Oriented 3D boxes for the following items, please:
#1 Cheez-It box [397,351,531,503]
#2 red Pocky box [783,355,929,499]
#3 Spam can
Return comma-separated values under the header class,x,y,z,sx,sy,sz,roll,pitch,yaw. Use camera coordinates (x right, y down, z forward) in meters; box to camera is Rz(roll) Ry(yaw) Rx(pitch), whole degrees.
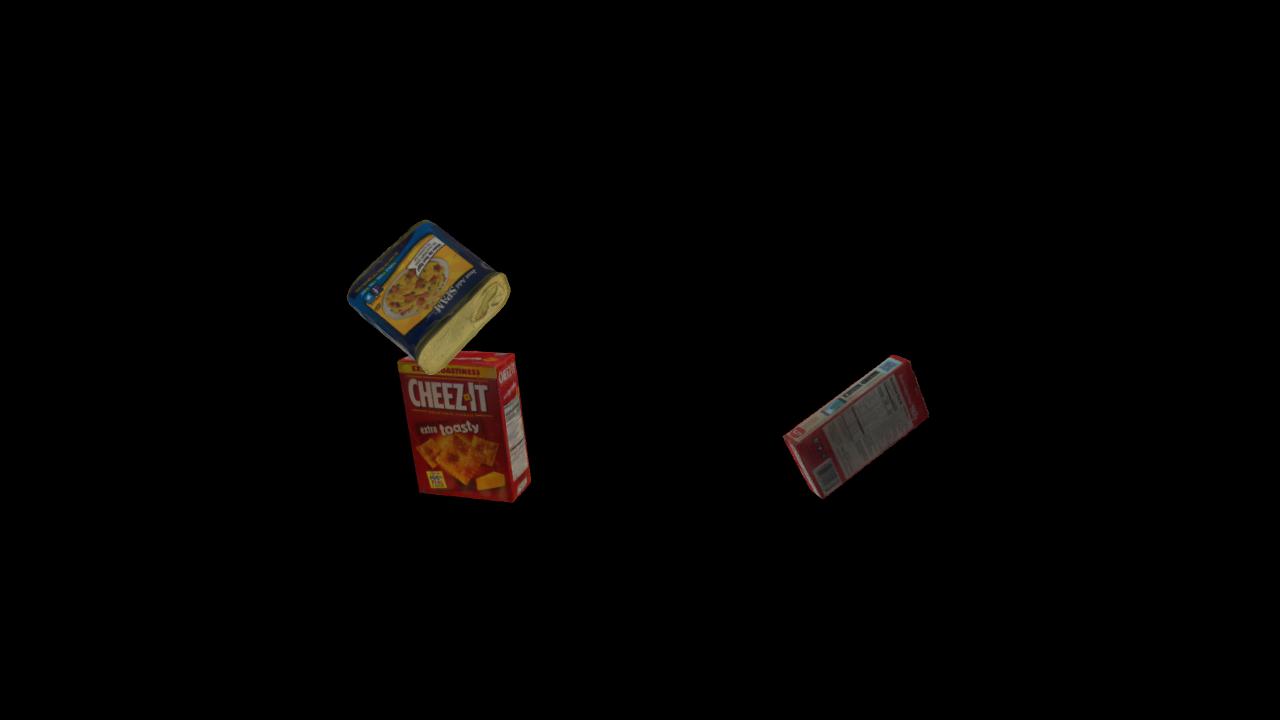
class,x,y,z,sx,sy,sz,roll,pitch,yaw
Cheez-It box,-0.263,0.098,0.932,0.166,0.223,0.071,3,19,15
red Pocky box,0.231,0.071,0.653,0.155,0.083,0.028,-35,24,-8
Spam can,-0.174,-0.053,0.509,0.085,0.101,0.058,37,-18,9
